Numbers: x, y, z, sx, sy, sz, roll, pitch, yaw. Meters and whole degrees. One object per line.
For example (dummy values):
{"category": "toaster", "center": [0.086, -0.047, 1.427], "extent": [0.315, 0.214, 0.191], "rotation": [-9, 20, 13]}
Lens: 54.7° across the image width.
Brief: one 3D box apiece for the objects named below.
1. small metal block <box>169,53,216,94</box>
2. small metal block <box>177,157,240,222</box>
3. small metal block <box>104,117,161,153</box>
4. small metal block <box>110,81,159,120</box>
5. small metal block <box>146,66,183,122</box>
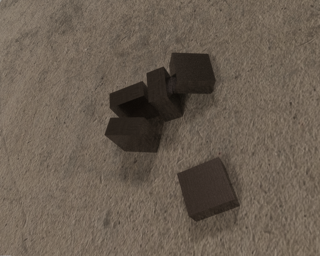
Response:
{"category": "small metal block", "center": [0.042, -0.073, 0.411], "extent": [0.050, 0.025, 0.050], "rotation": [0, 56, -10]}
{"category": "small metal block", "center": [0.052, 0.067, 0.335], "extent": [0.050, 0.025, 0.050], "rotation": [-24, 53, 13]}
{"category": "small metal block", "center": [-0.034, 0.009, 0.398], "extent": [0.050, 0.050, 0.025], "rotation": [0, 62, 28]}
{"category": "small metal block", "center": [-0.034, -0.032, 0.424], "extent": [0.050, 0.050, 0.025], "rotation": [-19, 55, 17]}
{"category": "small metal block", "center": [0.006, -0.044, 0.410], "extent": [0.025, 0.050, 0.050], "rotation": [-18, 55, 19]}
